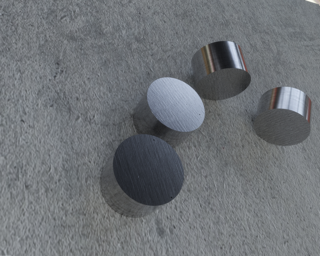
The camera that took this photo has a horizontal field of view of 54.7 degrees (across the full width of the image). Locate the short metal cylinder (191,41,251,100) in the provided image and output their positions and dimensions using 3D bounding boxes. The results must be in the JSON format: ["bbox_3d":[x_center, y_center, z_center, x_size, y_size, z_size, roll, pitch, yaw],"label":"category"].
[{"bbox_3d":[0.091,-0.085,0.469,0.081,0.080,0.050,7,59,-25],"label":"short metal cylinder"}]

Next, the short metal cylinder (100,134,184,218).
[{"bbox_3d":[-0.021,0.054,0.344,0.081,0.050,0.080,14,56,-21],"label":"short metal cylinder"}]

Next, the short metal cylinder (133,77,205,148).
[{"bbox_3d":[0.011,-0.019,0.405,0.081,0.050,0.080,14,56,-21],"label":"short metal cylinder"}]

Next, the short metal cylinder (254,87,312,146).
[{"bbox_3d":[0.191,-0.017,0.482,0.080,0.080,0.050,32,52,-8],"label":"short metal cylinder"}]
